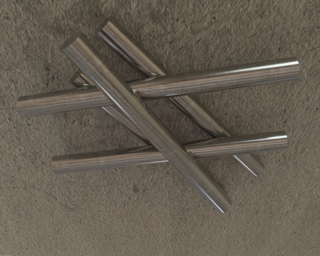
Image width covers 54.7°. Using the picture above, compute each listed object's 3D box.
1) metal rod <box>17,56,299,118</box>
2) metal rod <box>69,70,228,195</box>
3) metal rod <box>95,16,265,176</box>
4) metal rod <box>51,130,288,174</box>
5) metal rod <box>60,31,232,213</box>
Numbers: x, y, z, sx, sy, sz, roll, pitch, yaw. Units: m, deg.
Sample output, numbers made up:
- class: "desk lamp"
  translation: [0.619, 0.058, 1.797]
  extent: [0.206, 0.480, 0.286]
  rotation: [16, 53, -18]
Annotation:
- class: "metal rod"
  translation: [-0.007, -0.043, 0.339]
  extent: [0.302, 0.025, 0.025]
  rotation: [-7, 130, 5]
- class: "metal rod"
  translation: [0.002, 0.026, 0.430]
  extent: [0.025, 0.025, 0.300]
  rotation: [-33, 123, 25]
- class: "metal rod"
  translation: [0.043, -0.022, 0.390]
  extent: [0.025, 0.025, 0.301]
  rotation: [-35, 122, 26]
- class: "metal rod"
  translation: [0.009, 0.033, 0.404]
  extent: [0.302, 0.025, 0.025]
  rotation: [-7, 130, 5]
- class: "metal rod"
  translation: [0.005, 0.015, 0.357]
  extent: [0.025, 0.025, 0.300]
  rotation: [-28, 126, 21]
